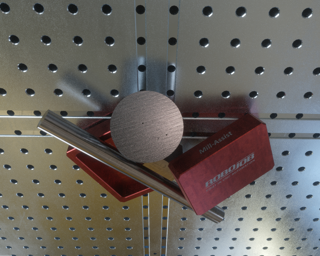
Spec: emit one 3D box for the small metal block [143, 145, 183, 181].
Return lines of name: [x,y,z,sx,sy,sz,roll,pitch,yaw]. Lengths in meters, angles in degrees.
small metal block: [0.005,0.036,0.421,0.050,0.050,0.025,33,123,-25]

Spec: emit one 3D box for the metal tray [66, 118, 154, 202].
metal tray: [-0.055,0.049,0.444,0.090,0.030,0.130,-25,126,20]

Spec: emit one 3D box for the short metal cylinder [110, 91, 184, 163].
short metal cylinder: [-0.017,0.001,0.363,0.081,0.080,0.050,6,172,-6]

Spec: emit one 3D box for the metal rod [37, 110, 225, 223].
metal rod: [-0.021,0.063,0.421,0.301,0.025,0.025,33,123,-26]

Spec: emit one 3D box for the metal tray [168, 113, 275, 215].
metal tray: [0.085,0.050,0.413,0.131,0.030,0.090,-31,128,-6]
